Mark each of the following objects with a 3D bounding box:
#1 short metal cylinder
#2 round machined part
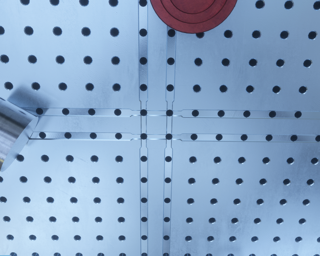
[{"bbox_3d":[-0.197,0.008,0.385,0.050,0.080,0.080,31,107,-11],"label":"short metal cylinder"},{"bbox_3d":[0.036,-0.158,0.346,0.099,0.042,0.097,0,110,0],"label":"round machined part"}]
